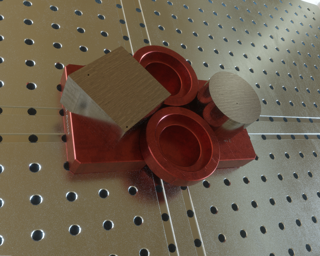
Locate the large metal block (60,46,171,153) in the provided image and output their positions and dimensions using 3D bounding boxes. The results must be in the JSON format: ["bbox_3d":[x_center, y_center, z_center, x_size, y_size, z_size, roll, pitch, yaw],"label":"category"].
[{"bbox_3d":[-0.049,-0.033,0.347,0.080,0.050,0.080,45,51,3],"label":"large metal block"}]

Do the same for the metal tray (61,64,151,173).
[{"bbox_3d":[-0.067,-0.013,0.376,0.091,0.030,0.130,1,61,-29],"label":"metal tray"}]

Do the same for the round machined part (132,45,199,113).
[{"bbox_3d":[0.000,-0.061,0.423,0.099,0.042,0.098,14,56,-21],"label":"round machined part"}]

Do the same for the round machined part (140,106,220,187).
[{"bbox_3d":[0.021,0.025,0.381,0.099,0.042,0.098,14,56,-21],"label":"round machined part"}]

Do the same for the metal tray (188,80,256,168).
[{"bbox_3d":[0.076,-0.008,0.448,0.091,0.030,0.130,1,61,-28],"label":"metal tray"}]

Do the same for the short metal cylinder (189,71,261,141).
[{"bbox_3d":[0.087,-0.029,0.417,0.081,0.050,0.080,14,56,-21],"label":"short metal cylinder"}]
